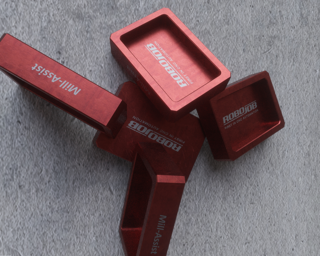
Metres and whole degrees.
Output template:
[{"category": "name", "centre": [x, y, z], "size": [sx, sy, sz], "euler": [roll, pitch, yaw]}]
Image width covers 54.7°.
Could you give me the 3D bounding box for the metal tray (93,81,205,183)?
[{"category": "metal tray", "centre": [-0.009, 0.008, 0.405], "size": [0.131, 0.030, 0.090], "euler": [27, 81, -19]}]

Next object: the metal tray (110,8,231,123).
[{"category": "metal tray", "centre": [0.011, -0.081, 0.381], "size": [0.090, 0.030, 0.130], "euler": [-33, 72, -18]}]

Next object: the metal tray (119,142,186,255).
[{"category": "metal tray", "centre": [-0.014, 0.091, 0.351], "size": [0.030, 0.090, 0.129], "euler": [6, 109, -20]}]

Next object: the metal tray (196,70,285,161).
[{"category": "metal tray", "centre": [0.116, -0.020, 0.435], "size": [0.131, 0.030, 0.090], "euler": [-26, 99, -33]}]

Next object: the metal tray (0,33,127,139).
[{"category": "metal tray", "centre": [-0.098, -0.037, 0.323], "size": [0.130, 0.090, 0.030], "euler": [30, 80, -1]}]
